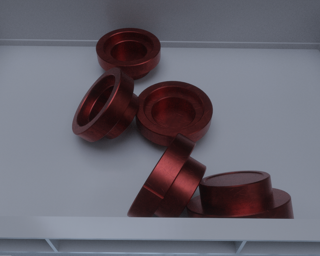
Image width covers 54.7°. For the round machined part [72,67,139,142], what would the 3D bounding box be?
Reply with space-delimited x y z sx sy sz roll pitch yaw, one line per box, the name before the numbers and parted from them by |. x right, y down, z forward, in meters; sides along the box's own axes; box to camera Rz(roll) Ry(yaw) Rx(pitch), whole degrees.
round machined part | -0.064 -0.025 0.392 0.042 0.098 0.098 35 42 -31

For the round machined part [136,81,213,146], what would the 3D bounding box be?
round machined part | 0.017 -0.014 0.406 0.099 0.042 0.098 0 50 0

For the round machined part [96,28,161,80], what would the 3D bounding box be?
round machined part | -0.048 -0.113 0.488 0.099 0.042 0.098 0 50 0

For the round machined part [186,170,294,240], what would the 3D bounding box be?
round machined part | 0.074 0.068 0.300 0.099 0.098 0.042 -8 91 -8

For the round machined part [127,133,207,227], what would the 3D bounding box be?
round machined part | 0.012 0.057 0.312 0.042 0.097 0.098 32 55 6
